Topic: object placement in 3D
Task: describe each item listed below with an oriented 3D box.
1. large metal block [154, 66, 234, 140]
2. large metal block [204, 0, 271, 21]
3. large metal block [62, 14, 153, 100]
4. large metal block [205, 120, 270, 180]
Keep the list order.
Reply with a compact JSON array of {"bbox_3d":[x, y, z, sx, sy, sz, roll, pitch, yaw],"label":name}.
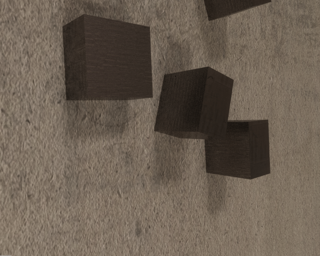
[{"bbox_3d":[0.044,-0.029,0.408,0.050,0.080,0.080,17,79,-39],"label":"large metal block"},{"bbox_3d":[0.110,-0.214,0.463,0.050,0.080,0.080,-28,108,-37],"label":"large metal block"},{"bbox_3d":[-0.057,-0.072,0.342,0.081,0.050,0.079,-4,93,-40],"label":"large metal block"},{"bbox_3d":[0.115,0.029,0.469,0.050,0.080,0.079,-5,94,-40],"label":"large metal block"}]
